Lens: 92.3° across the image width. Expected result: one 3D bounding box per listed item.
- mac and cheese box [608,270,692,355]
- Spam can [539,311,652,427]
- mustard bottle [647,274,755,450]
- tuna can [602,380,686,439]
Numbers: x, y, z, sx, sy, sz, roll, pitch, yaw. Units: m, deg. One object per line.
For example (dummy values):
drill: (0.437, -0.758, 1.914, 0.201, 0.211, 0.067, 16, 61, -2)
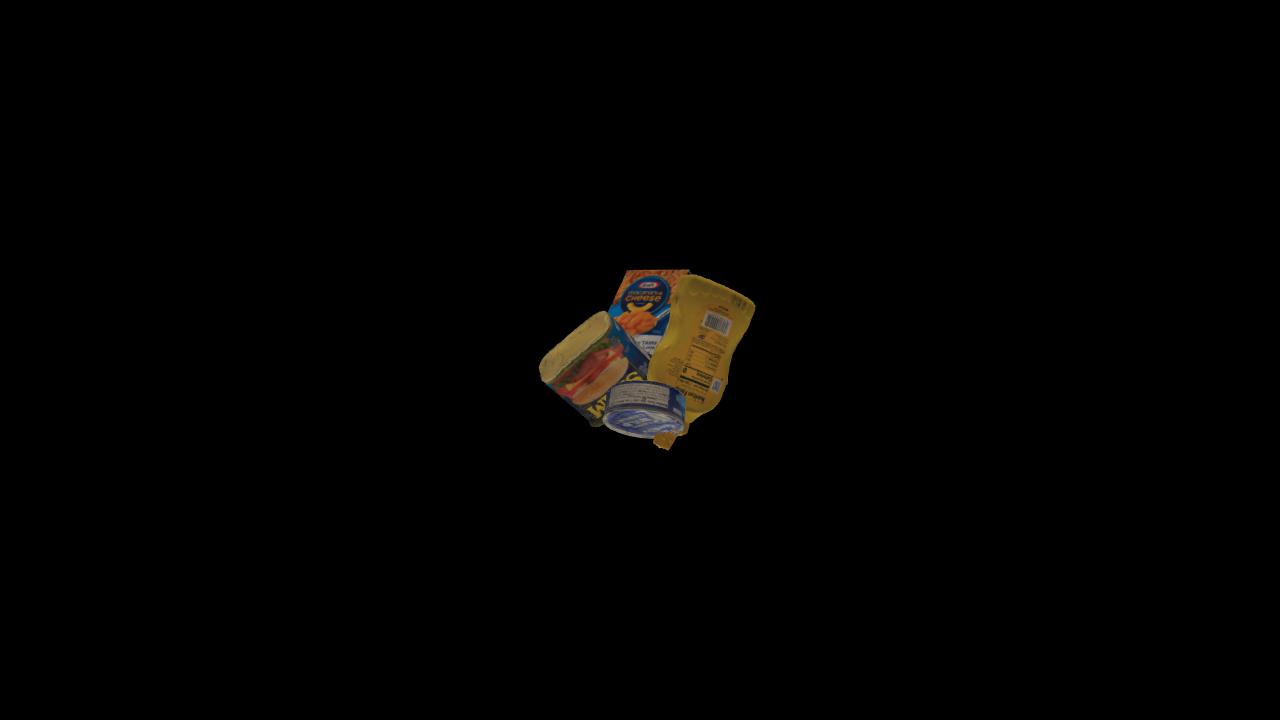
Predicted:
mac and cheese box: (-0.003, -0.029, 0.733, 0.093, 0.184, 0.041, 3, -34, 31)
Spam can: (-0.044, 0.009, 0.659, 0.085, 0.101, 0.058, 45, 10, -31)
mustard bottle: (0.054, 0.008, 0.659, 0.092, 0.184, 0.054, 22, -4, -27)
tuna can: (0.005, 0.052, 0.631, 0.084, 0.034, 0.084, 6, -26, 3)
